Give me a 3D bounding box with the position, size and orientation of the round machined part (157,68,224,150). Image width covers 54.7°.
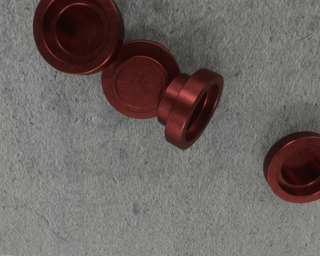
[{"bbox_3d":[0.033,-0.026,0.369,0.042,0.099,0.097,29,110,21],"label":"round machined part"}]

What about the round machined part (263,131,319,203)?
[{"bbox_3d":[0.189,0.049,0.420,0.099,0.042,0.097,0,110,0],"label":"round machined part"}]

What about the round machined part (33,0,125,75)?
[{"bbox_3d":[-0.087,-0.109,0.351,0.098,0.042,0.097,1,98,10],"label":"round machined part"}]

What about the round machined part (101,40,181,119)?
[{"bbox_3d":[-0.023,-0.057,0.379,0.099,0.042,0.097,0,110,0],"label":"round machined part"}]
